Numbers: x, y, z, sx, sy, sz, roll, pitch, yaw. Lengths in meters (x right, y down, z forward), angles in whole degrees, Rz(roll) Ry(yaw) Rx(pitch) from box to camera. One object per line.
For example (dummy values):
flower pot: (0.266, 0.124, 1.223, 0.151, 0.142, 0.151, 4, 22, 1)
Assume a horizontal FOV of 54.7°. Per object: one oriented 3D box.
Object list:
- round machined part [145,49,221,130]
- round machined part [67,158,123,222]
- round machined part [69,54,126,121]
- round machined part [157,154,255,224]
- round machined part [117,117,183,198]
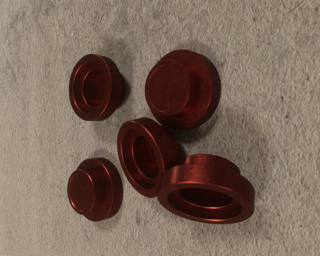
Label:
round machined part: (0.020, -0.046, 0.376, 0.098, 0.042, 0.097, 0, 90, 39)
round machined part: (-0.106, 0.096, 0.479, 0.098, 0.042, 0.097, 0, 90, 39)
round machined part: (-0.090, -0.059, 0.466, 0.098, 0.042, 0.097, 0, 90, 39)
round machined part: (0.049, 0.063, 0.328, 0.098, 0.098, 0.042, -20, 42, 38)
round machined part: (-0.010, 0.033, 0.388, 0.098, 0.042, 0.097, 25, 123, 46)
